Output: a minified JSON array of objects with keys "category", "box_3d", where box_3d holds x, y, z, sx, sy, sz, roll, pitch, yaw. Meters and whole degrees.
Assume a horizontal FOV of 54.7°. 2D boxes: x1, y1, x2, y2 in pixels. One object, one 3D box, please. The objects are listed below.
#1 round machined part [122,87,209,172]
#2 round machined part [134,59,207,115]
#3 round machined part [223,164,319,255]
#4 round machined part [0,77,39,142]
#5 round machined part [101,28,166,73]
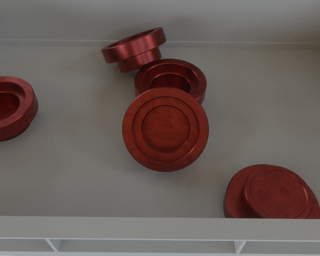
[{"category":"round machined part","box_3d":[0.007,0.000,0.372,0.099,0.042,0.097,0,95,2]},{"category":"round machined part","box_3d":[0.014,-0.051,0.437,0.099,0.042,0.098,0,50,0]},{"category":"round machined part","box_3d":[0.120,0.079,0.329,0.099,0.042,0.098,0,50,0]},{"category":"round machined part","box_3d":[-0.211,-0.020,0.408,0.099,0.042,0.098,0,50,0]},{"category":"round machined part","box_3d":[-0.036,-0.116,0.472,0.098,0.042,0.098,-18,21,7]}]
